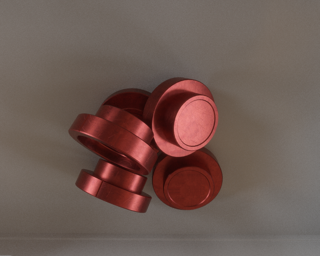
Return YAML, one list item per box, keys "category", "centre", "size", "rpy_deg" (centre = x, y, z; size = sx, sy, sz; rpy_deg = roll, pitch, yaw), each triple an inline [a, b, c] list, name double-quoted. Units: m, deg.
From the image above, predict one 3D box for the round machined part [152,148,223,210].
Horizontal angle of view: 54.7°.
- category: "round machined part"
  centre: [0.038, 0.074, 0.430]
  size: [0.099, 0.042, 0.097]
  rpy_deg: [0, 110, -1]

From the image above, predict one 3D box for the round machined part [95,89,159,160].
- category: "round machined part"
  centre: [-0.036, 0.001, 0.402]
  size: [0.099, 0.042, 0.097]
  rpy_deg: [0, 110, -1]

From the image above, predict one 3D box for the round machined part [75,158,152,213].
- category: "round machined part"
  centre: [-0.055, 0.071, 0.404]
  size: [0.098, 0.098, 0.042]
  rpy_deg: [24, 82, -9]

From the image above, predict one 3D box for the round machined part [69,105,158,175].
- category: "round machined part"
  centre: [-0.046, 0.010, 0.341]
  size: [0.098, 0.098, 0.042]
  rpy_deg: [31, 71, -11]

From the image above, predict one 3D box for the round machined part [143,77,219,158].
- category: "round machined part"
  centre: [0.032, -0.010, 0.375]
  size: [0.099, 0.042, 0.097]
  rpy_deg: [-11, 110, -32]
